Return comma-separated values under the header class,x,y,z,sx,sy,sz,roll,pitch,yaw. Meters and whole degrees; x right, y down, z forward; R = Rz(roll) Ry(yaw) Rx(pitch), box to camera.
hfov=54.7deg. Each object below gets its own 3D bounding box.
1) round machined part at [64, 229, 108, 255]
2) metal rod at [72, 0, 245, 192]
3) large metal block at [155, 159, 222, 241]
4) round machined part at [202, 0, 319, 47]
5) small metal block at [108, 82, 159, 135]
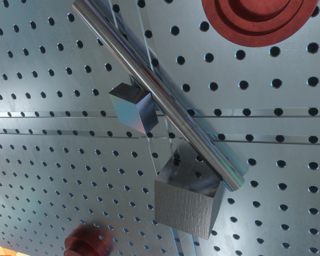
class,x,y,z,sx,sy,sz,roll,pitch,yaw
round machined part,-0.161,0.264,0.649,0.098,0.042,0.097,13,124,21
metal rod,0.003,-0.038,0.385,0.300,0.025,0.025,49,129,-7
large metal block,0.040,0.099,0.436,0.080,0.050,0.079,14,124,20
round machined part,0.090,-0.126,0.275,0.098,0.042,0.097,13,124,21
small metal block,-0.033,-0.025,0.396,0.050,0.025,0.050,24,145,36
